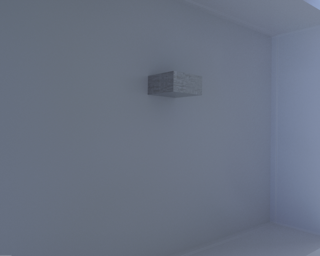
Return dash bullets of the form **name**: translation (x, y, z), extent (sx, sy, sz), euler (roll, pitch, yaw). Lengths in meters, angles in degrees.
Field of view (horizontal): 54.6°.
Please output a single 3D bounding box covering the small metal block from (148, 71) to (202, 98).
- **small metal block**: translation (0.019, -0.056, 0.405), extent (0.050, 0.050, 0.025), euler (1, 89, -40)
